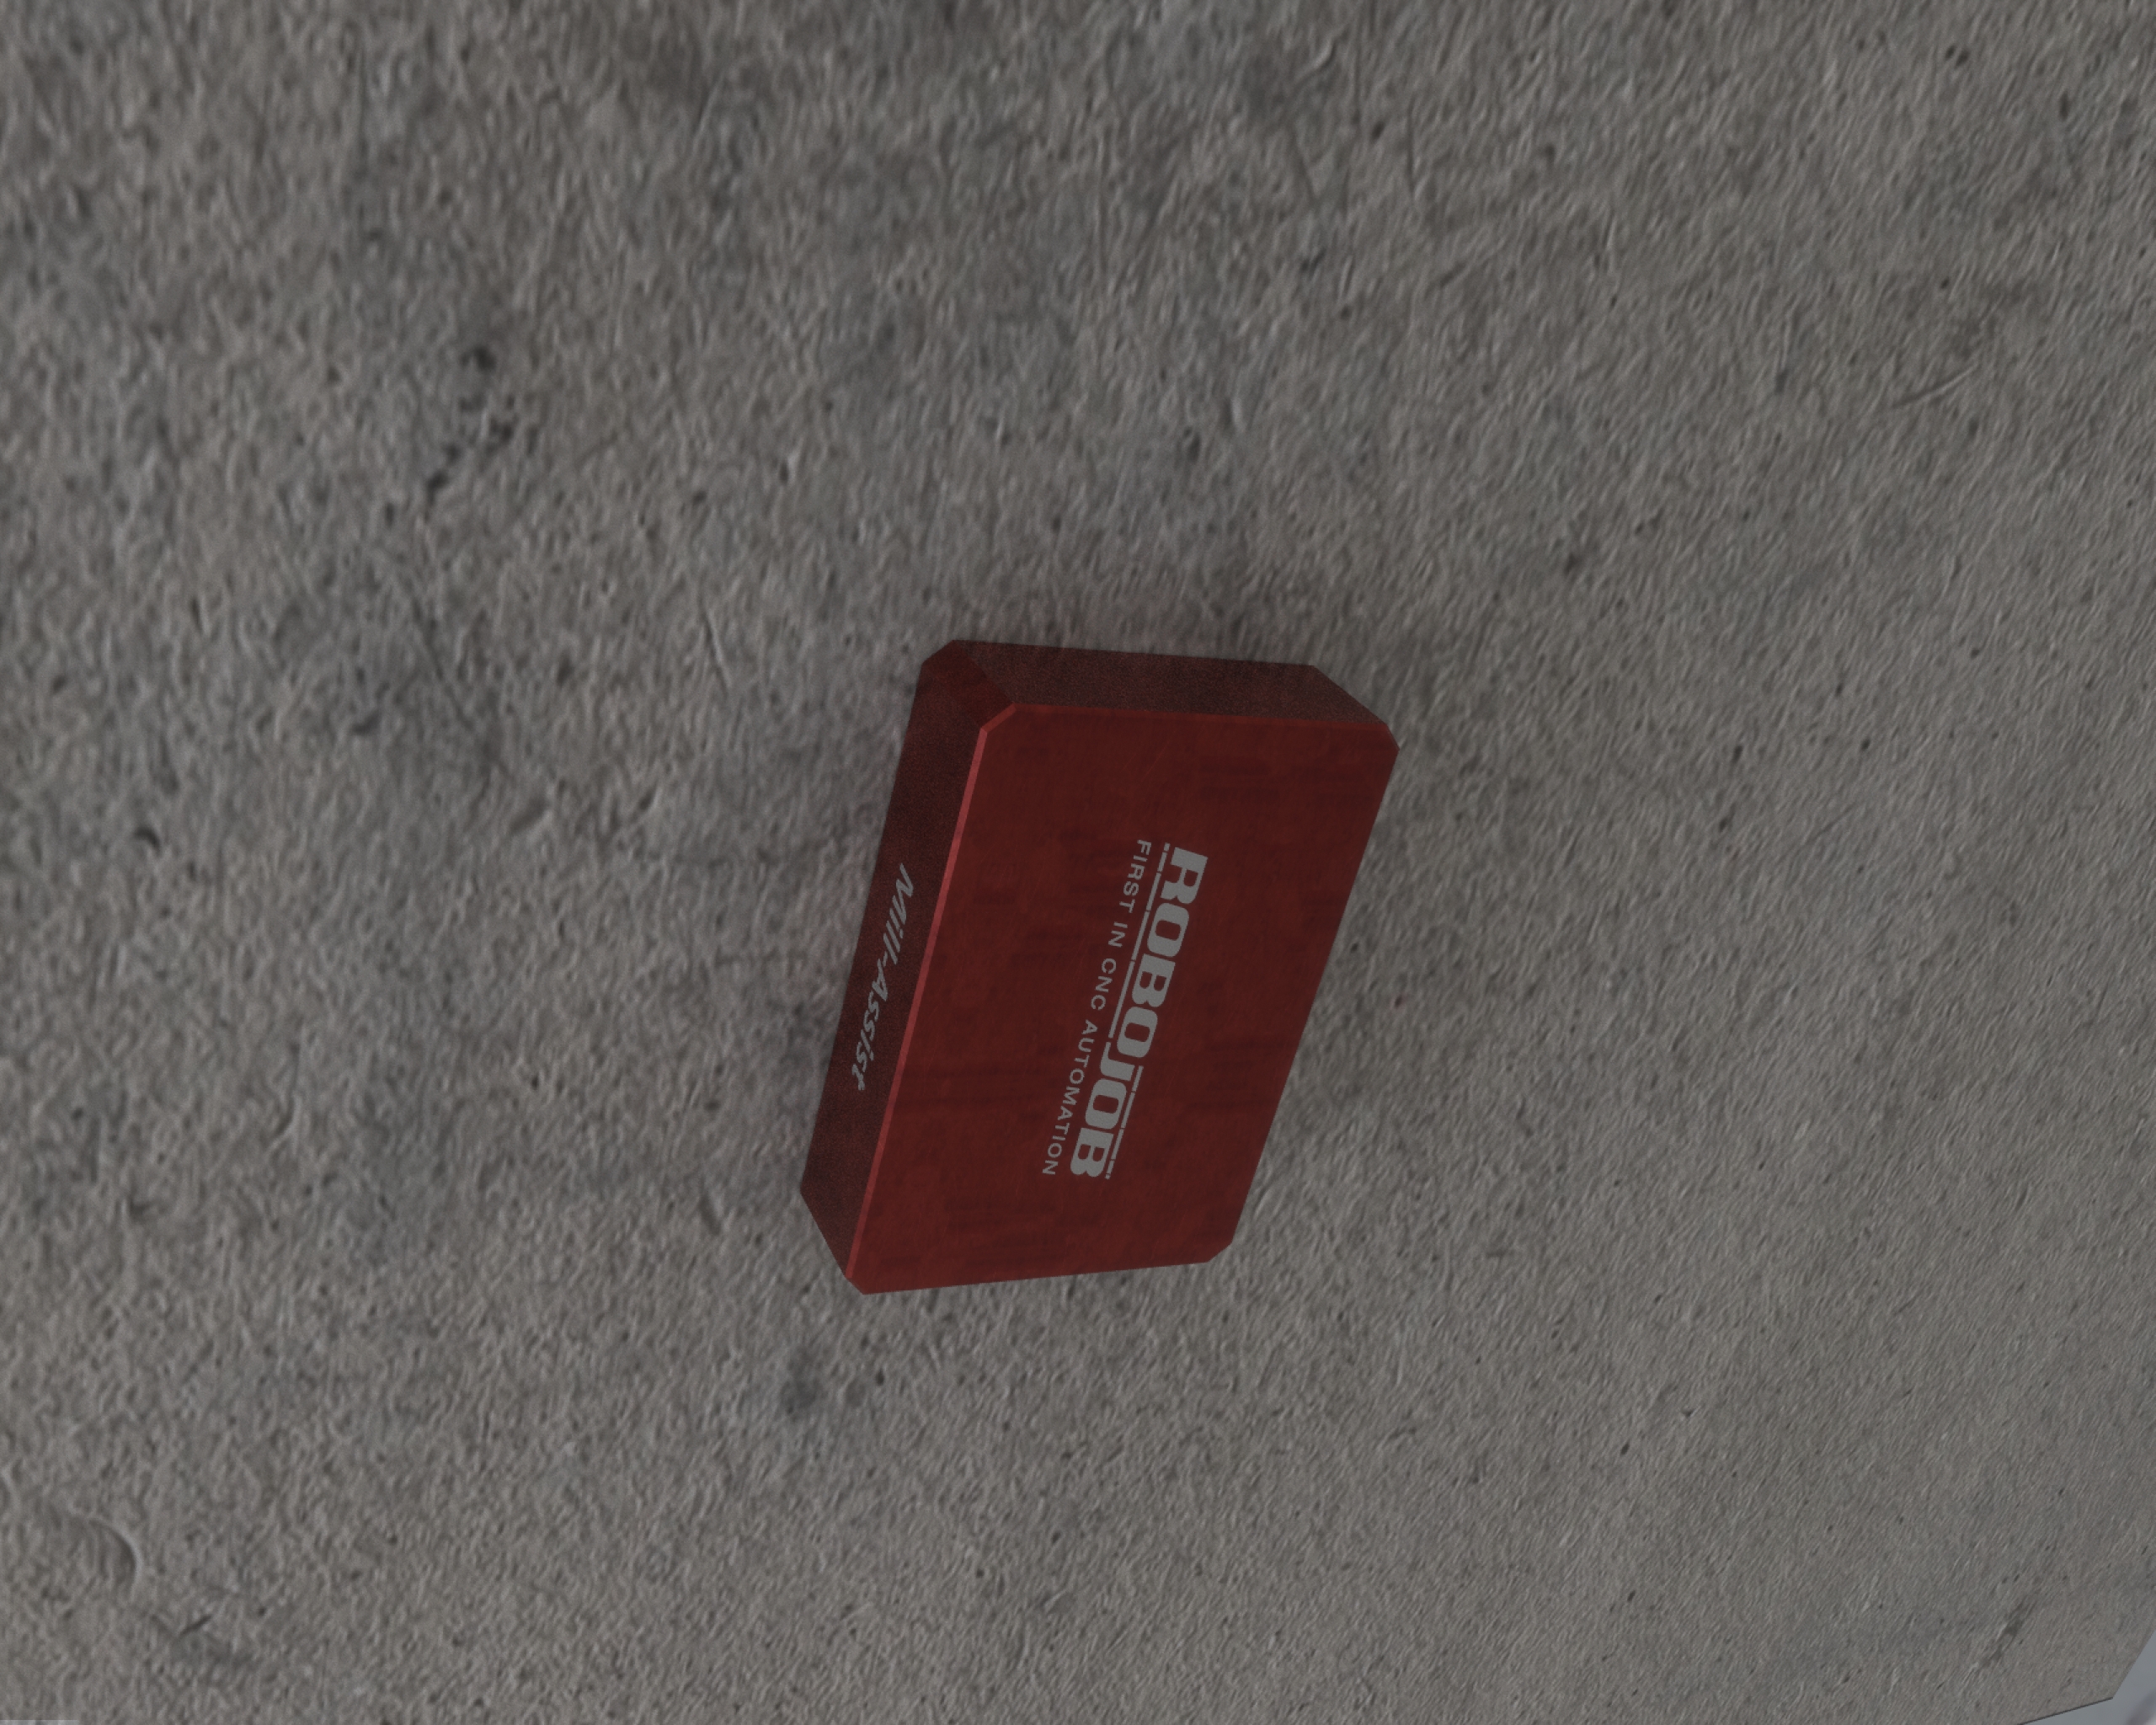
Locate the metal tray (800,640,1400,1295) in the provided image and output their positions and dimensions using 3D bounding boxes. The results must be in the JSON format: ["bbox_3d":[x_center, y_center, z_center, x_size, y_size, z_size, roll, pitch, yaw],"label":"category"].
[{"bbox_3d":[0.003,0.023,0.418,0.091,0.030,0.129,1,118,-29],"label":"metal tray"}]
